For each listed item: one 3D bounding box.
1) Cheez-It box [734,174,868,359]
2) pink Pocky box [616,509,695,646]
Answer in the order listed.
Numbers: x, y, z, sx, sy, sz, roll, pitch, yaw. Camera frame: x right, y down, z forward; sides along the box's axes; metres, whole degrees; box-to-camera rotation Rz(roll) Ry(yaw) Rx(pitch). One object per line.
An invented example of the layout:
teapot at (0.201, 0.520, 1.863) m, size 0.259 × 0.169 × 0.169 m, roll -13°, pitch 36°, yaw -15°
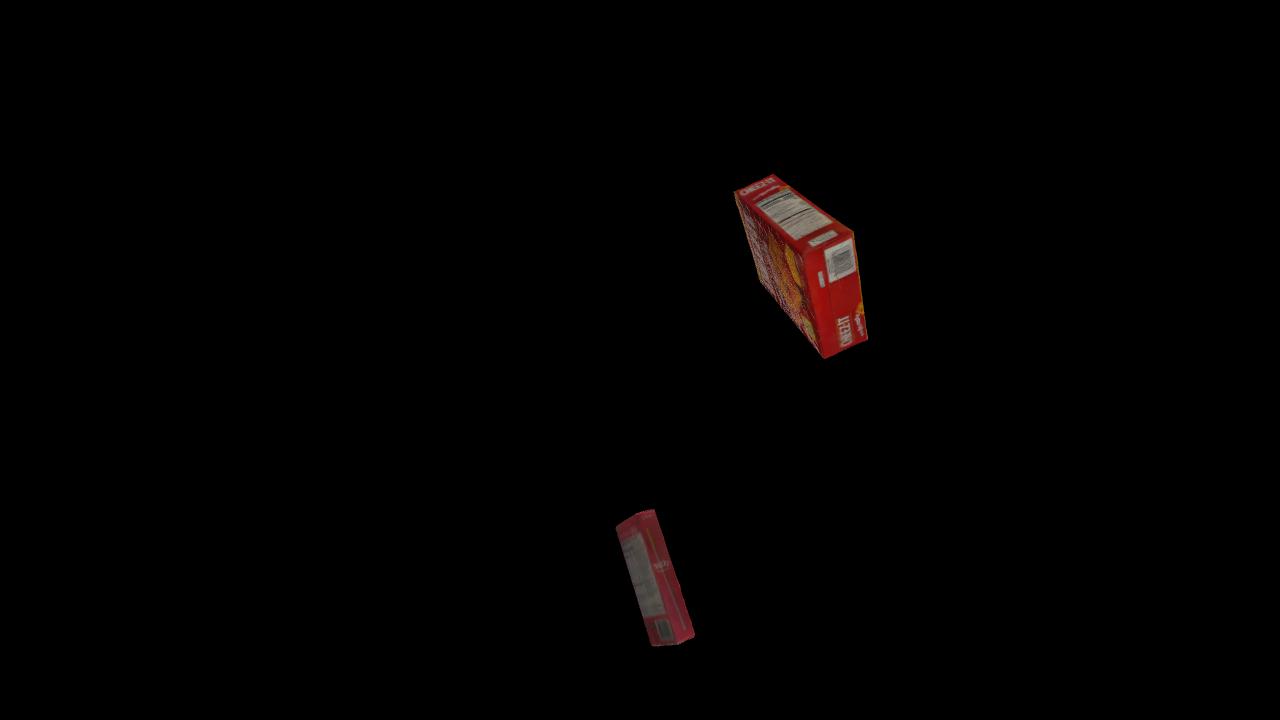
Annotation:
Cheez-It box at (0.211, -0.131, 0.819) m, size 0.071 × 0.166 × 0.223 m, roll -24°, pitch 37°, yaw 1°
pink Pocky box at (0.016, 0.270, 0.762) m, size 0.029 × 0.155 × 0.084 m, roll -10°, pitch -21°, yaw -26°
